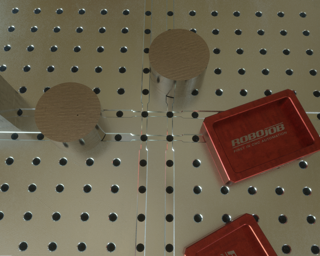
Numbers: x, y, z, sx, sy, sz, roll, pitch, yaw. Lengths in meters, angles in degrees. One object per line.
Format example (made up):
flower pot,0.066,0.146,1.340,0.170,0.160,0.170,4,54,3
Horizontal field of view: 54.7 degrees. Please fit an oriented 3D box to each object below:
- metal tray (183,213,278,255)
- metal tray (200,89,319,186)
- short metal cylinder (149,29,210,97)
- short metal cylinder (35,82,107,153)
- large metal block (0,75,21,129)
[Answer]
metal tray,0.095,0.174,0.345,0.090,0.030,0.130,-27,72,-10
metal tray,0.130,0.011,0.405,0.131,0.030,0.090,-19,71,-7
short metal cylinder,0.025,-0.089,0.431,0.081,0.050,0.080,0,70,0
short metal cylinder,-0.113,-0.012,0.402,0.081,0.050,0.080,0,70,0
large metal block,-0.237,-0.033,0.393,0.081,0.080,0.050,-4,70,-2
